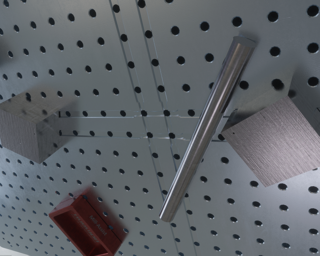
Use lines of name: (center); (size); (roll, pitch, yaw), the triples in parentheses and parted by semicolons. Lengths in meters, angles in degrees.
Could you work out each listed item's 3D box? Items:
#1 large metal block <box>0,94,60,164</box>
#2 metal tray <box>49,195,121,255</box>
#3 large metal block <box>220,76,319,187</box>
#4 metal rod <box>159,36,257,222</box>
large metal block: (-0.215, 0.001, 0.509); (0.080, 0.050, 0.079); (21, 127, 15)
metal tray: (-0.148, 0.199, 0.609); (0.090, 0.030, 0.130); (-28, 103, 37)
large metal block: (0.127, 0.006, 0.332); (0.080, 0.050, 0.080); (-35, 99, 38)
metal rod: (0.048, 0.026, 0.401); (0.025, 0.025, 0.298); (27, 128, 11)
